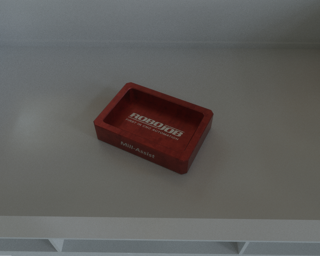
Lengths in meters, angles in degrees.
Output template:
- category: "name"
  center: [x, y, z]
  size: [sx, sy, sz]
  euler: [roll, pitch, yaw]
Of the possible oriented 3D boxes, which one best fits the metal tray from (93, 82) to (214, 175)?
- category: "metal tray"
  center: [-0.007, -0.004, 0.405]
  size: [0.130, 0.030, 0.090]
  euler: [21, 53, 17]
